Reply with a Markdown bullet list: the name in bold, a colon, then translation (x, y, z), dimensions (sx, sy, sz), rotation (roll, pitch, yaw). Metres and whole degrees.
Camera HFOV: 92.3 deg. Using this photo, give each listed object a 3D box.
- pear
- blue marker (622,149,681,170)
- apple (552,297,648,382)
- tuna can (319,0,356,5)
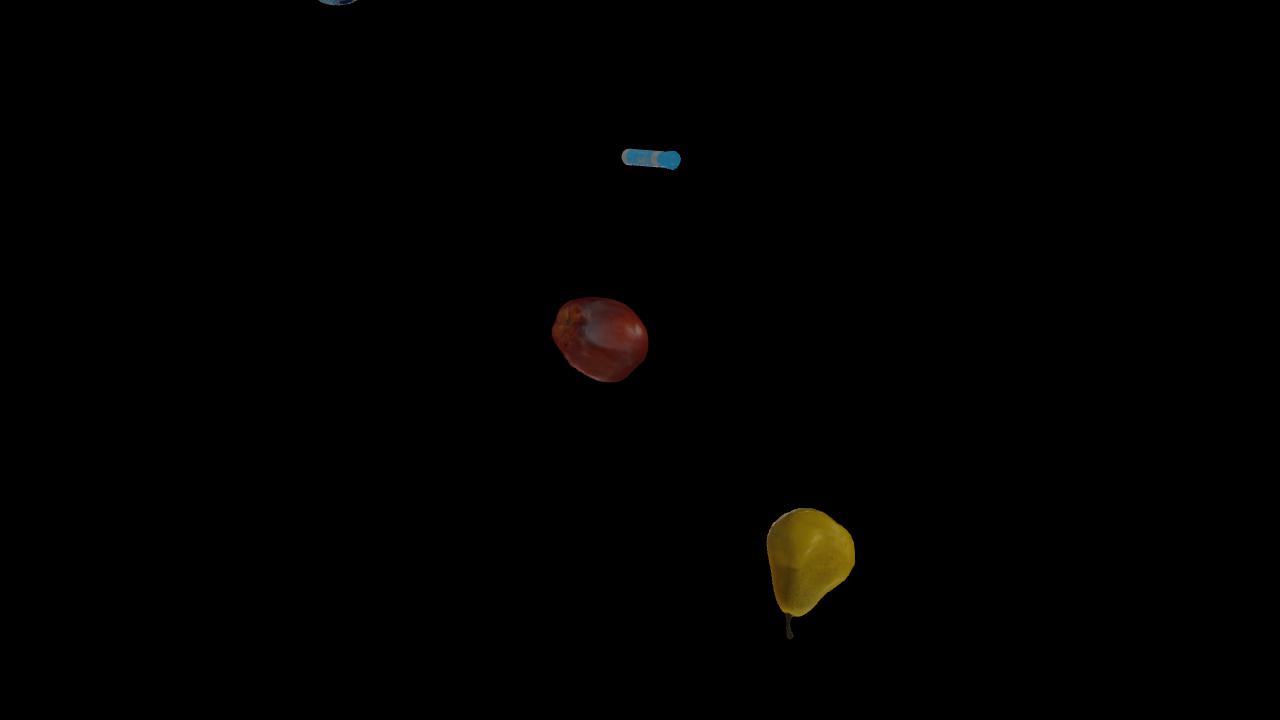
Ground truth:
- **pear**: translation (0.146, 0.194, 0.566), dimensions (0.080, 0.111, 0.080), rotation (32, -24, 16)
- **blue marker**: translation (0.011, -0.225, 0.686), dimensions (0.020, 0.020, 0.121), rotation (0, 18, -26)
- **apple**: translation (-0.035, -0.022, 0.564), dimensions (0.079, 0.079, 0.093), rotation (0, -14, 44)
- **tuna can**: translation (-0.216, -0.297, 0.431), dimensions (0.084, 0.084, 0.034), rotation (0, -4, 21)
